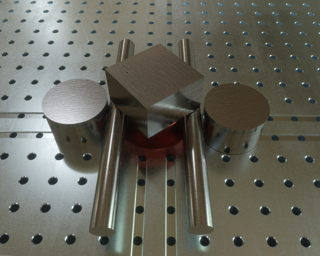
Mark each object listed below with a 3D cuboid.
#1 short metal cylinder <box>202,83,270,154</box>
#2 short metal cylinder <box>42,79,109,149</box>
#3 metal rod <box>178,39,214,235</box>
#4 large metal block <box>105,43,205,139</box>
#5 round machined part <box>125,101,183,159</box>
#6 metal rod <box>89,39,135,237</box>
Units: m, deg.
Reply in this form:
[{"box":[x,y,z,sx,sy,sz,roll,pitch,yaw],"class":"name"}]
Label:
[{"box":[0.095,-0.013,0.402,0.080,0.050,0.080,0,50,0],"class":"short metal cylinder"},{"box":[-0.107,-0.019,0.407,0.080,0.050,0.080,0,50,0],"class":"short metal cylinder"},{"box":[0.040,-0.016,0.394,0.025,0.025,0.300,0,50,0],"class":"metal rod"},{"box":[-0.007,-0.047,0.369,0.081,0.050,0.080,-31,57,-24],"class":"large metal block"},{"box":[-0.007,-0.011,0.406,0.099,0.042,0.098,0,50,0],"class":"round machined part"},{"box":[-0.054,-0.015,0.393,0.025,0.025,0.300,0,50,0],"class":"metal rod"}]
